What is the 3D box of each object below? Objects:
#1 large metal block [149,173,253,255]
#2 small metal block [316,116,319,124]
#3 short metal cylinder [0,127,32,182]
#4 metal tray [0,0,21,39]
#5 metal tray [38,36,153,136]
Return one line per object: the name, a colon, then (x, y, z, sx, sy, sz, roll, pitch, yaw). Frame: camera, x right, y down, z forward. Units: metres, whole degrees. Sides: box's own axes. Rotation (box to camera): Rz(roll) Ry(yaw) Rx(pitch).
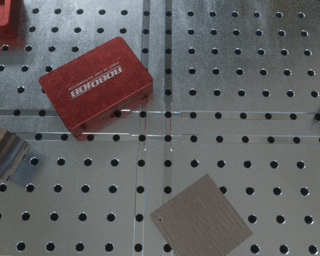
large metal block: (0.044, 0.112, 0.358, 0.080, 0.050, 0.080, -33, 74, -12)
small metal block: (0.252, -0.018, 0.422, 0.050, 0.025, 0.050, 31, 73, 10)
short metal cylinder: (-0.205, 0.024, 0.371, 0.080, 0.080, 0.050, 23, 72, 8)
metal tray: (-0.286, -0.179, 0.470, 0.131, 0.030, 0.090, -4, 70, -2)
metal tray: (-0.086, -0.060, 0.430, 0.131, 0.030, 0.090, -32, 73, -11)
